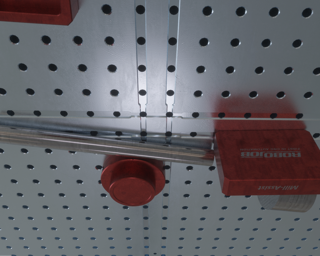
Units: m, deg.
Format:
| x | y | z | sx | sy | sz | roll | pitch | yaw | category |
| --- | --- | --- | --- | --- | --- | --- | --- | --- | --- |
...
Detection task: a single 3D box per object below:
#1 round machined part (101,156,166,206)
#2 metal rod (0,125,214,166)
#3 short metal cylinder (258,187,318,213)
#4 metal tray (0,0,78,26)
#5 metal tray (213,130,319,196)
| x | y | z | sx | sy | sz | roll | pitch | yaw | category |
| --- | --- | --- | --- | --- | --- | --- | --- | --- | --- |
| -0.041 | 0.082 | 0.470 | 0.099 | 0.042 | 0.097 | 0 | 130 | 0 | round machined part |
| -0.074 | 0.025 | 0.432 | 0.302 | 0.025 | 0.025 | 7 | 130 | -6 | metal rod |
| 0.179 | 0.078 | 0.444 | 0.050 | 0.080 | 0.079 | 7 | 130 | -6 | short metal cylinder |
| -0.126 | -0.160 | 0.270 | 0.091 | 0.030 | 0.129 | 3 | 130 | -3 | metal tray |
| 0.142 | 0.043 | 0.407 | 0.131 | 0.090 | 0.030 | -1 | 130 | 0 | metal tray |
